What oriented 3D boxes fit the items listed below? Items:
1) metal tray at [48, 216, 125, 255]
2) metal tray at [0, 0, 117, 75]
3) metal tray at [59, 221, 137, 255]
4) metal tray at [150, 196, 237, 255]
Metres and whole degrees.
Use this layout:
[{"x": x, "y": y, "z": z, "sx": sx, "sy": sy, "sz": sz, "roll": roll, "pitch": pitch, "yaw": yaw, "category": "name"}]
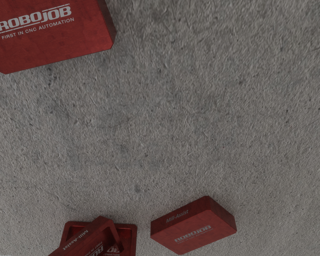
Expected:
[{"x": -0.123, "y": 0.221, "z": 0.514, "sx": 0.030, "sy": 0.131, "sz": 0.089, "roll": 2, "pitch": 116, "yaw": 44, "category": "metal tray"}, {"x": -0.120, "y": -0.111, "z": 0.308, "sx": 0.131, "sy": 0.030, "sz": 0.090, "roll": -11, "pitch": 130, "yaw": 9, "category": "metal tray"}, {"x": -0.108, "y": 0.215, "z": 0.545, "sx": 0.131, "sy": 0.090, "sz": 0.030, "roll": 4, "pitch": 132, "yaw": -4, "category": "metal tray"}, {"x": 0.059, "y": 0.178, "z": 0.556, "sx": 0.130, "sy": 0.030, "sz": 0.090, "roll": -33, "pitch": 123, "yaw": 24, "category": "metal tray"}]
